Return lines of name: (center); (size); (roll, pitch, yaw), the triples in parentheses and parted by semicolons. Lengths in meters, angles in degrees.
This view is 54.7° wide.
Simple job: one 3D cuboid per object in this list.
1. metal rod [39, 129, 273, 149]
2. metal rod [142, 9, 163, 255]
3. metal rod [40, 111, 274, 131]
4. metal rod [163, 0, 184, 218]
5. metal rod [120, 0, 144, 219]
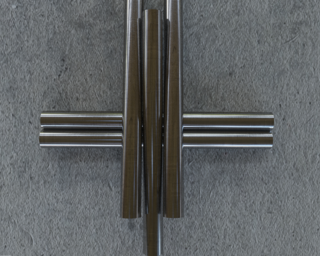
metal rod: (-0.004, 0.015, 0.412); (0.302, 0.025, 0.025); (0, 90, -1)
metal rod: (-0.009, 0.005, 0.385); (0.025, 0.025, 0.298); (0, 90, -1)
metal rod: (-0.003, -0.010, 0.412); (0.302, 0.025, 0.025); (0, 90, -1)
metal rod: (0.017, -0.042, 0.390); (0.025, 0.025, 0.298); (0, 82, -1)
metal rod: (-0.034, -0.042, 0.390); (0.025, 0.025, 0.298); (0, 82, -1)
